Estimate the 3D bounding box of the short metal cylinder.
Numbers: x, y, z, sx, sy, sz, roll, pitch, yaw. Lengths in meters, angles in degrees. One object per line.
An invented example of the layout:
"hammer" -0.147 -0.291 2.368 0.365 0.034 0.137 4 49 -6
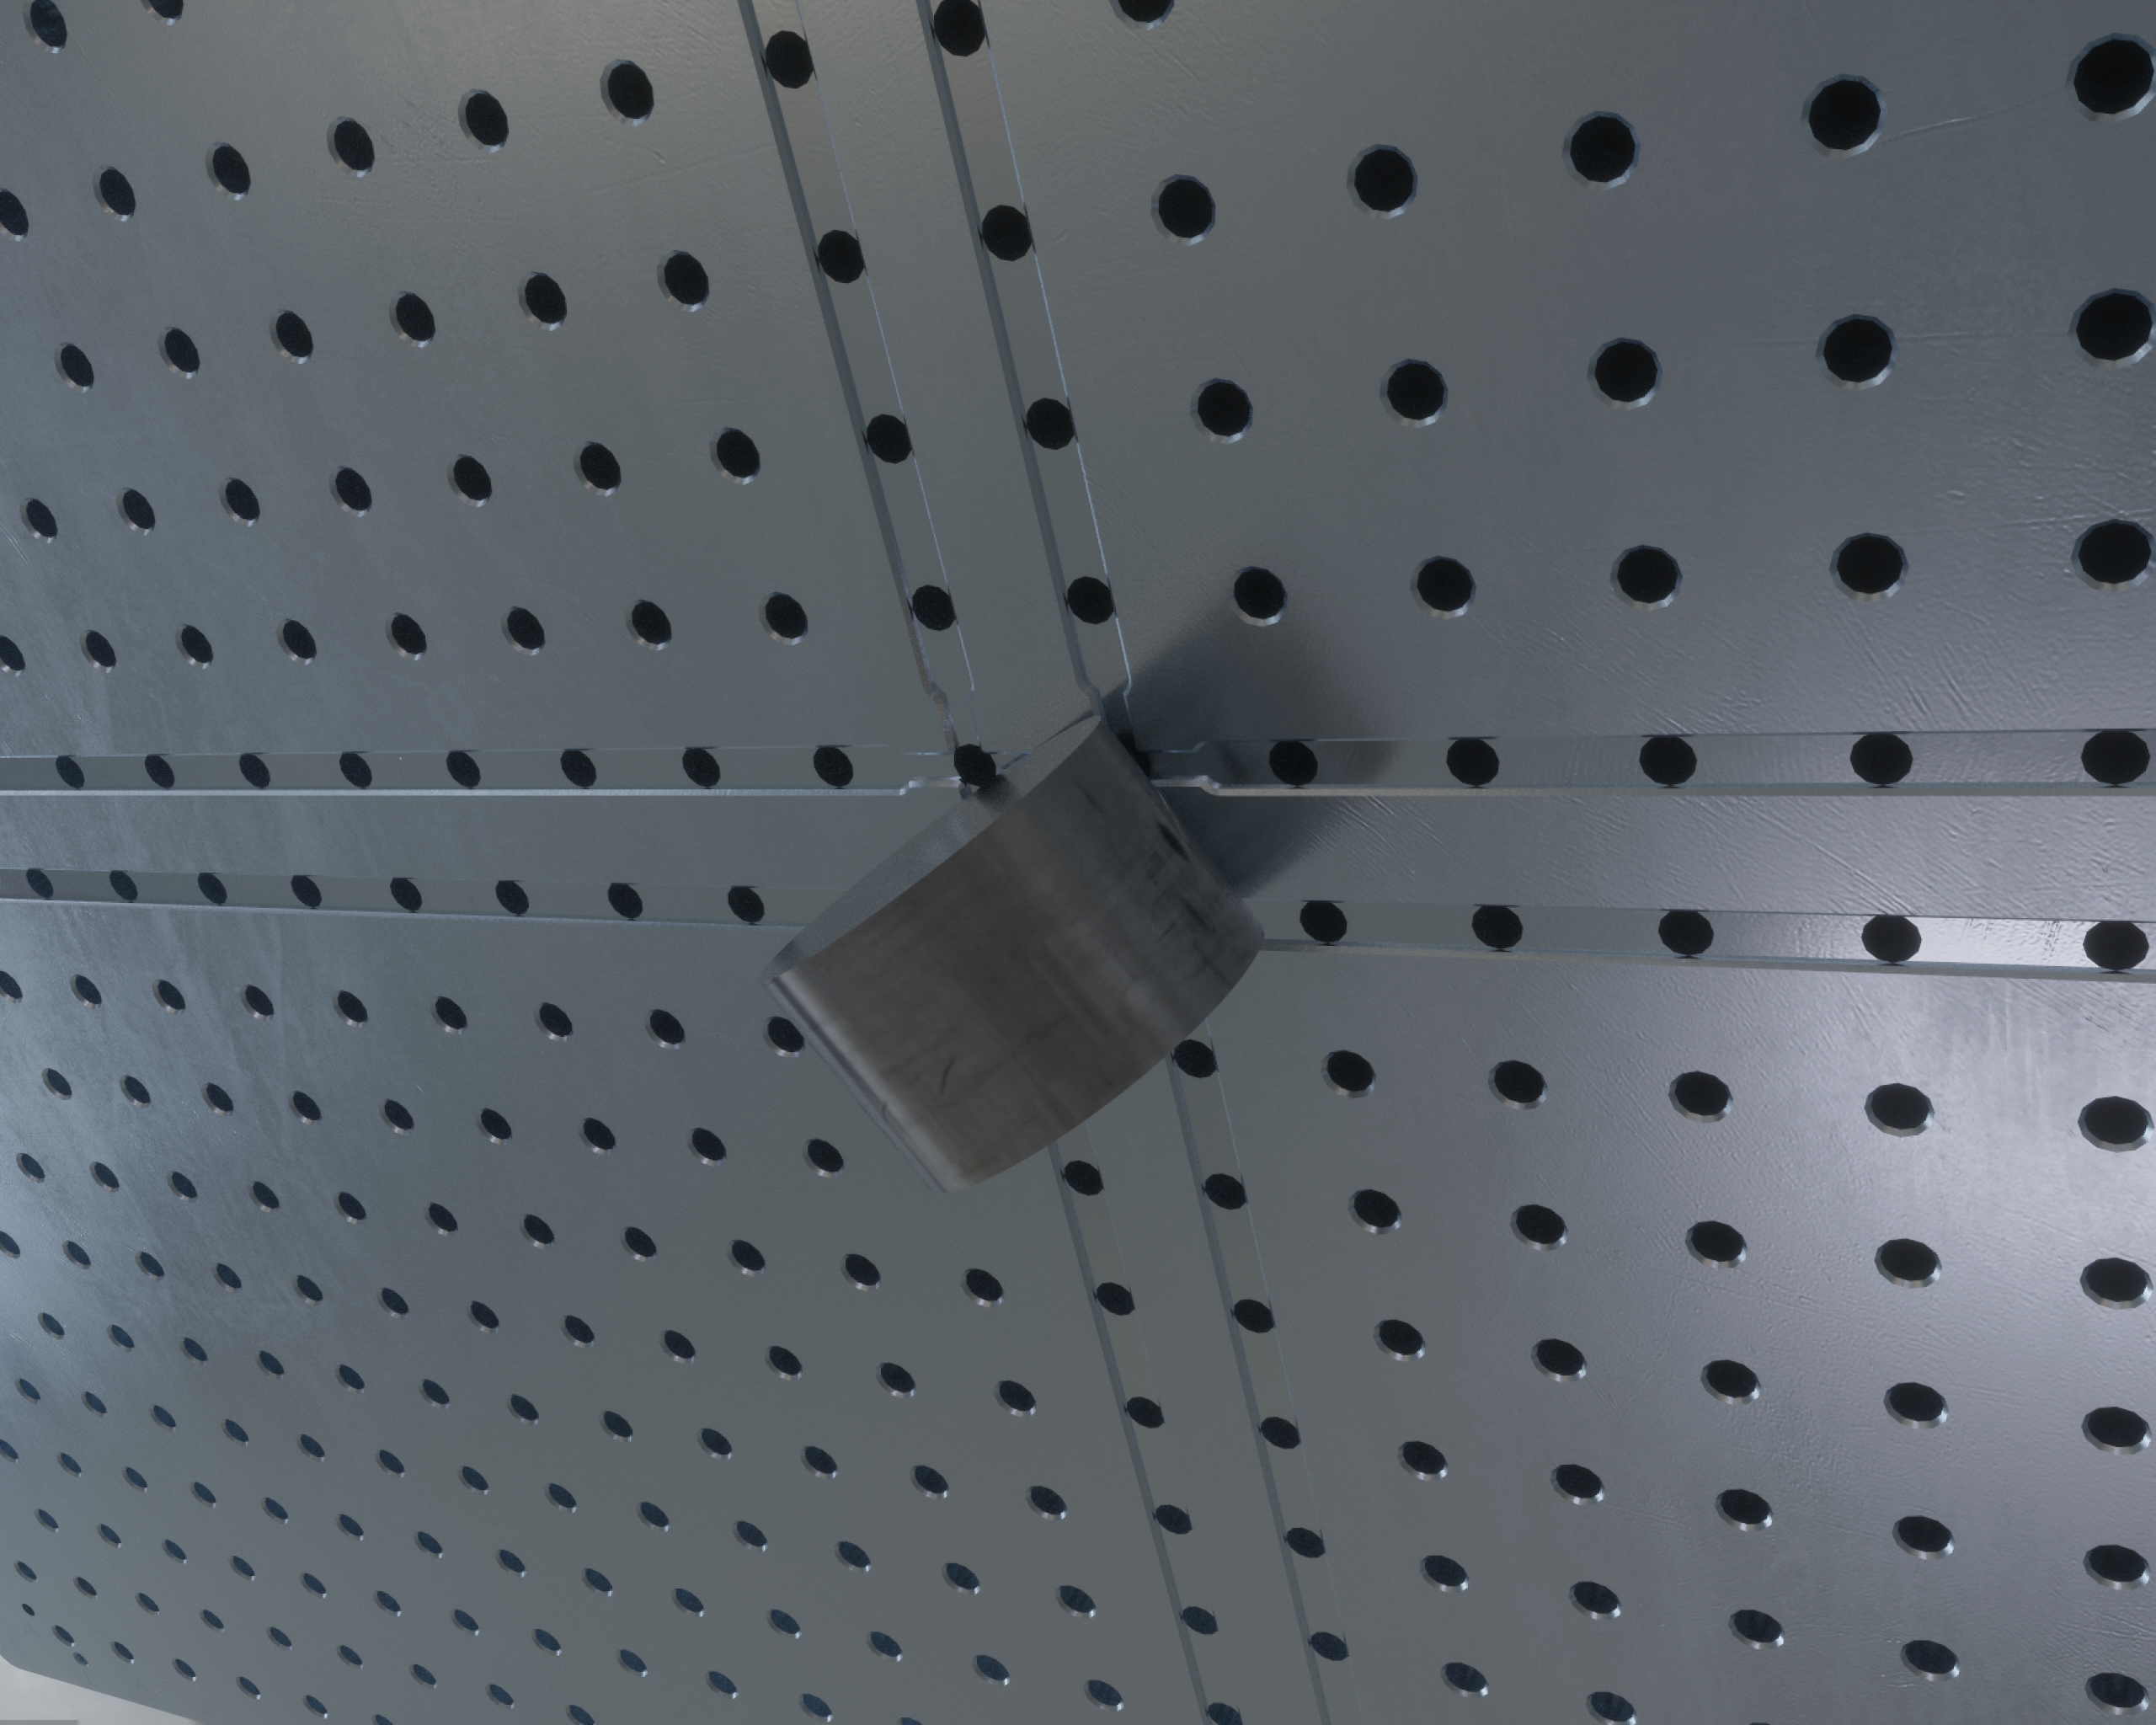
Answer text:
"short metal cylinder" -0.012 0.017 0.392 0.080 0.080 0.050 -32 100 38
